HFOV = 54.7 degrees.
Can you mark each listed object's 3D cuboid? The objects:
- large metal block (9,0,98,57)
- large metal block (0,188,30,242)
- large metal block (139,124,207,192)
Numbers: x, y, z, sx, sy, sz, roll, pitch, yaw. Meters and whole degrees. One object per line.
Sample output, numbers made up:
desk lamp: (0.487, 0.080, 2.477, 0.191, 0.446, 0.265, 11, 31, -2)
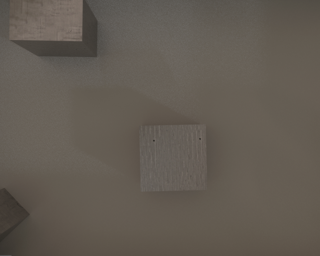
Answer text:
large metal block: (-0.126, -0.122, 0.383, 0.081, 0.080, 0.050, 1, 90, 0)
large metal block: (-0.224, 0.127, 0.382, 0.080, 0.080, 0.050, -43, 90, 0)
large metal block: (0.016, 0.036, 0.399, 0.081, 0.050, 0.080, -1, 90, 0)
